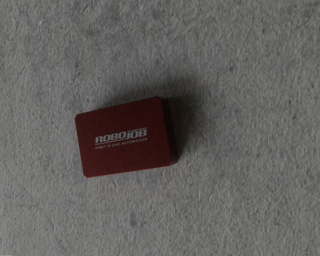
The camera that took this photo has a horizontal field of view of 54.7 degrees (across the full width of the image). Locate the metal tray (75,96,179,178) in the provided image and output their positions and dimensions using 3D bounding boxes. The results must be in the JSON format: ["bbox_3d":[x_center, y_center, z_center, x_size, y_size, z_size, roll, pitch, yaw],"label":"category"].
[{"bbox_3d":[-0.047,0.014,0.422,0.130,0.030,0.089,-11,86,19],"label":"metal tray"}]
